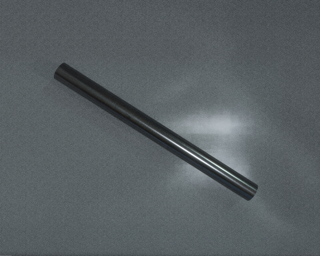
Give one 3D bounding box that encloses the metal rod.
[{"bbox_3d":[-0.005,0.005,0.409,0.301,0.025,0.025,32,90,-1],"label":"metal rod"}]
